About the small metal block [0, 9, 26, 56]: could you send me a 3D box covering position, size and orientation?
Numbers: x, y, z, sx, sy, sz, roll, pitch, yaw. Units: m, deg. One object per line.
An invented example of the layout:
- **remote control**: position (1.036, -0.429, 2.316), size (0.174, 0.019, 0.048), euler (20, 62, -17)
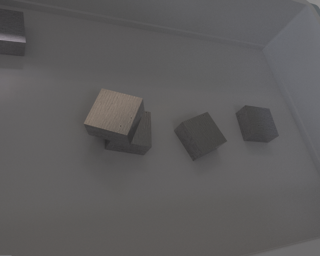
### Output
- **small metal block**: position (-0.192, -0.116, 0.373), size (0.050, 0.025, 0.050), euler (-1, 62, -29)

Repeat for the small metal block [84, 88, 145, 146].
- **small metal block**: position (-0.050, -0.013, 0.352), size (0.050, 0.025, 0.050), euler (15, 61, 10)

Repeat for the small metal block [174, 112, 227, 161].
- **small metal block**: position (0.056, 0.011, 0.429), size (0.050, 0.025, 0.050), euler (-22, 73, -36)

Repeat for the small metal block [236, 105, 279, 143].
- **small metal block**: position (0.154, -0.006, 0.492), size (0.050, 0.025, 0.050), euler (5, 59, -26)

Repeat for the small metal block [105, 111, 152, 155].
- **small metal block**: position (-0.039, 0.003, 0.383), size (0.050, 0.025, 0.050), euler (11, 57, -22)
